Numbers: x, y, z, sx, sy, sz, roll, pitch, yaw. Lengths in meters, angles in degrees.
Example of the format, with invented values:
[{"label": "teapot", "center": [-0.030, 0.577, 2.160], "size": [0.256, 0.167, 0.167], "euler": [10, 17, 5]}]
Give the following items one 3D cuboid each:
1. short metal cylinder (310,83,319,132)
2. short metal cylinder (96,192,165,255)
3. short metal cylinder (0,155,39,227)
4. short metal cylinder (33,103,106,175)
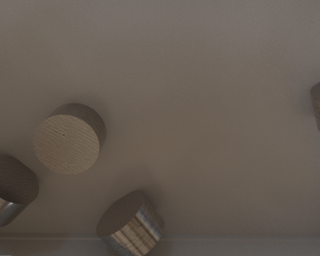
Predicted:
[{"label": "short metal cylinder", "center": [0.230, -0.029, 0.373], "size": [0.080, 0.080, 0.050], "euler": [-19, 109, 6]}, {"label": "short metal cylinder", "center": [-0.041, 0.136, 0.432], "size": [0.080, 0.080, 0.050], "euler": [-33, 107, 11]}, {"label": "short metal cylinder", "center": [-0.211, 0.083, 0.410], "size": [0.050, 0.080, 0.080], "euler": [-43, 105, 14]}, {"label": "short metal cylinder", "center": [-0.114, 0.013, 0.402], "size": [0.081, 0.050, 0.079], "euler": [0, 110, 0]}]
